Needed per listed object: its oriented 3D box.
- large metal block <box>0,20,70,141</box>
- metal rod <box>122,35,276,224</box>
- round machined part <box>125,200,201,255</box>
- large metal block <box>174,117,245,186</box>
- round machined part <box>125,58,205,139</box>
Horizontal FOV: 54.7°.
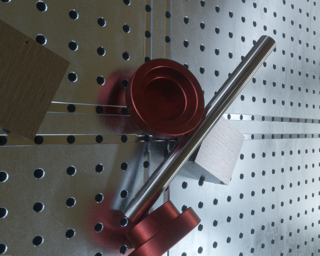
[{"bbox_3d":[-0.141,-0.042,0.274,0.080,0.050,0.080,31,71,-36],"label":"large metal block"},{"bbox_3d":[0.057,-0.005,0.404,0.300,0.025,0.025,-51,122,-10],"label":"metal rod"},{"bbox_3d":[-0.002,0.124,0.373,0.099,0.097,0.042,-27,72,-37],"label":"round machined part"},{"bbox_3d":[0.071,0.028,0.452,0.080,0.050,0.080,37,67,-34],"label":"large metal block"},{"bbox_3d":[0.003,-0.033,0.387,0.099,0.042,0.098,8,72,-24],"label":"round machined part"}]
